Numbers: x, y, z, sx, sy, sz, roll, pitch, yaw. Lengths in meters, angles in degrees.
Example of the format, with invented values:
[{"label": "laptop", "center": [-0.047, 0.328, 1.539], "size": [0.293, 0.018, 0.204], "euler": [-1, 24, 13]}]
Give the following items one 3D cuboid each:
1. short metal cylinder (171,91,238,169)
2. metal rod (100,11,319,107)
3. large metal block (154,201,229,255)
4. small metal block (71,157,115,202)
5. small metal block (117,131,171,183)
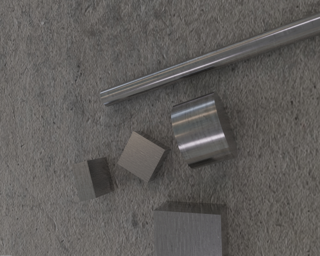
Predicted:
[{"label": "short metal cylinder", "center": [0.053, 0.003, 0.361], "size": [0.050, 0.080, 0.080], "euler": [-19, 84, 19]}, {"label": "metal rod", "center": [0.060, -0.082, 0.387], "size": [0.300, 0.025, 0.025], "euler": [-16, 85, 19]}, {"label": "large metal block", "center": [0.040, 0.138, 0.382], "size": [0.080, 0.050, 0.080], "euler": [-2, 90, 20]}, {"label": "small metal block", "center": [-0.091, 0.070, 0.428], "size": [0.025, 0.050, 0.050], "euler": [-17, 85, 19]}, {"label": "small metal block", "center": [-0.021, 0.038, 0.417], "size": [0.050, 0.025, 0.050], "euler": [30, 100, 17]}]
